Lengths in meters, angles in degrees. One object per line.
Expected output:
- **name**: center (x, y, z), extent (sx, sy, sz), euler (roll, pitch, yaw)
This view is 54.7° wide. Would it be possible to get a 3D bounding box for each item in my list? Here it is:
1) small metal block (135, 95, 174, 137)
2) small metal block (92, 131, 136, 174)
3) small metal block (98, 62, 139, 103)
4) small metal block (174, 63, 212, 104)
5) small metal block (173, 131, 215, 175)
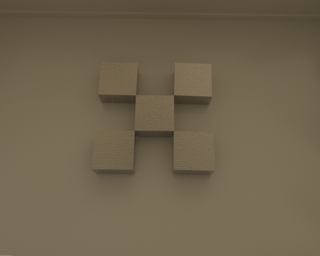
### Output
- **small metal block**: center (-0.007, -0.016, 0.413), extent (0.050, 0.025, 0.050), euler (1, 70, 0)
- **small metal block**: center (-0.057, 0.031, 0.396), extent (0.050, 0.025, 0.050), euler (1, 70, 0)
- **small metal block**: center (-0.056, -0.063, 0.430), extent (0.050, 0.025, 0.050), euler (2, 70, 0)
- **small metal block**: center (0.045, -0.062, 0.430), extent (0.050, 0.025, 0.050), euler (2, 70, 1)
- **small metal block**: center (0.042, 0.032, 0.396), extent (0.050, 0.025, 0.050), euler (1, 70, 0)
